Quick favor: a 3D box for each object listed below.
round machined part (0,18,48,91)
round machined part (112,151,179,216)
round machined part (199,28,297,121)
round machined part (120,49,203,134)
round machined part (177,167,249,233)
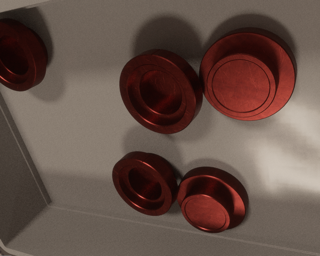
[{"bbox_3d":[-0.199,-0.104,0.435,0.098,0.042,0.097,13,124,20],"label":"round machined part"},{"bbox_3d":[-0.017,0.075,0.448,0.098,0.042,0.097,16,124,25],"label":"round machined part"},{"bbox_3d":[0.087,-0.050,0.320,0.098,0.042,0.097,13,124,20],"label":"round machined part"},{"bbox_3d":[0.005,-0.045,0.362,0.098,0.042,0.097,17,127,24],"label":"round machined part"},{"bbox_3d":[0.068,0.105,0.426,0.098,0.042,0.097,13,124,20],"label":"round machined part"}]
